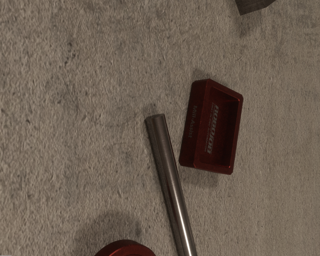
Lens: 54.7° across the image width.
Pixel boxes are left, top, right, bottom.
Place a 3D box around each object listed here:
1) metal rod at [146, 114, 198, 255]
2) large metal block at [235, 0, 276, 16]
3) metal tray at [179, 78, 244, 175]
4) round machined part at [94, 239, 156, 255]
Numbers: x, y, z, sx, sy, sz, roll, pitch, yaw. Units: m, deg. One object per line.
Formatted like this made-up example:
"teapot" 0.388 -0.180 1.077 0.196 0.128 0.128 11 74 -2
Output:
"metal rod" 0.028 0.127 0.430 0.025 0.025 0.298 -23 104 -38
"large metal block" 0.166 -0.251 0.530 0.080 0.050 0.080 -41 115 -33
"metal tray" 0.081 0.001 0.471 0.091 0.030 0.129 17 79 -39
"round machined part" -0.050 0.177 0.354 0.099 0.042 0.097 0 90 -40
